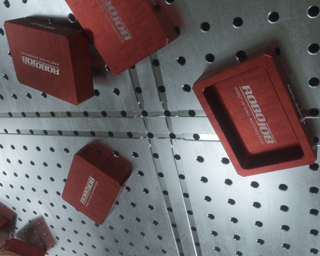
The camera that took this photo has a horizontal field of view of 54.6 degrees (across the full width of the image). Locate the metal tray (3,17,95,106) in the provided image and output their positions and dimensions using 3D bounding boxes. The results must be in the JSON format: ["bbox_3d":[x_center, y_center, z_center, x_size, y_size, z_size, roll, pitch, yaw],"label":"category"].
[{"bbox_3d":[-0.149,-0.091,0.416,0.130,0.030,0.089,21,127,29],"label":"metal tray"}]

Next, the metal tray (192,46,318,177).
[{"bbox_3d":[0.106,-0.012,0.344,0.090,0.030,0.130,-19,108,35],"label":"metal tray"}]

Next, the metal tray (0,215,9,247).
[{"bbox_3d":[-0.439,0.261,0.802,0.090,0.030,0.129,32,129,7],"label":"metal tray"}]

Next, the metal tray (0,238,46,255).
[{"bbox_3d":[-0.354,0.322,0.776,0.090,0.030,0.129,33,132,-21],"label":"metal tray"}]

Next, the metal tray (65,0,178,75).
[{"bbox_3d":[-0.050,-0.137,0.351,0.090,0.030,0.130,-23,106,36],"label":"metal tray"}]

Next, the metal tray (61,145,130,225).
[{"bbox_3d":[-0.113,0.100,0.531,0.090,0.030,0.129,33,129,6],"label":"metal tray"}]
